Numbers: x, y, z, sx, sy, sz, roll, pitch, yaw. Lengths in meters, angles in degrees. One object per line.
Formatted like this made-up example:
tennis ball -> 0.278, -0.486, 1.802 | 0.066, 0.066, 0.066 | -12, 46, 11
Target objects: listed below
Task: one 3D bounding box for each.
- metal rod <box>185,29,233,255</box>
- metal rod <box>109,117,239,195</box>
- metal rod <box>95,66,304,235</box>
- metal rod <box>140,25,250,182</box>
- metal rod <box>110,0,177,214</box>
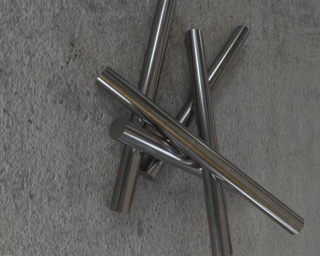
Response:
metal rod -> 0.062, 0.008, 0.408 | 0.025, 0.025, 0.299 | 7, 71, -40
metal rod -> 0.051, 0.052, 0.421 | 0.301, 0.025, 0.025 | 29, 72, -44
metal rod -> 0.052, 0.031, 0.369 | 0.301, 0.025, 0.025 | 38, 64, -7
metal rod -> 0.062, -0.050, 0.455 | 0.025, 0.025, 0.301 | 50, 61, -29
metal rod -> -0.017, -0.046, 0.390 | 0.025, 0.025, 0.299 | 20, 78, -38
